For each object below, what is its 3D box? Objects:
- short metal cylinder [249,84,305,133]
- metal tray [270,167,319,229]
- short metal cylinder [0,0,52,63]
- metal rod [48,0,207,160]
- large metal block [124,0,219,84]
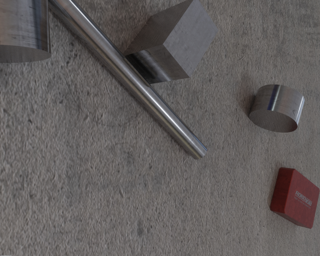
[{"bbox_3d":[0.203,-0.033,0.539,0.080,0.080,0.050,36,68,-35],"label":"short metal cylinder"},{"bbox_3d":[0.281,0.145,0.637,0.130,0.030,0.090,32,70,-35],"label":"metal tray"},{"bbox_3d":[-0.134,-0.086,0.256,0.081,0.080,0.050,-6,94,-40],"label":"short metal cylinder"},{"bbox_3d":[-0.032,-0.057,0.377,0.300,0.025,0.025,46,63,-30],"label":"metal rod"},{"bbox_3d":[0.011,-0.103,0.378,0.050,0.080,0.080,46,63,-31],"label":"large metal block"}]
